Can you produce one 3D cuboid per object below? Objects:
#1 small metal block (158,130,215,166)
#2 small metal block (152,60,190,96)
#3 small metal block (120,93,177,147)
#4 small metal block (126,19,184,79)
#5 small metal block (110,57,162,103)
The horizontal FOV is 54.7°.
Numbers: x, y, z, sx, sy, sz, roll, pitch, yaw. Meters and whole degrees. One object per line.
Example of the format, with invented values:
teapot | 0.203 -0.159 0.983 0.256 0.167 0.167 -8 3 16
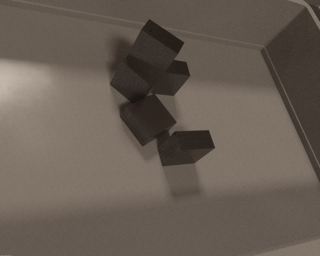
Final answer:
small metal block | 0.032 0.026 0.393 0.050 0.050 0.025 -2 63 -29
small metal block | 0.007 -0.072 0.439 0.050 0.050 0.025 3 60 -27
small metal block | -0.015 -0.011 0.406 0.050 0.025 0.050 -31 79 -38
small metal block | -0.006 -0.096 0.382 0.050 0.050 0.025 32 51 -8
small metal block | -0.033 -0.063 0.412 0.050 0.050 0.025 40 51 -1
